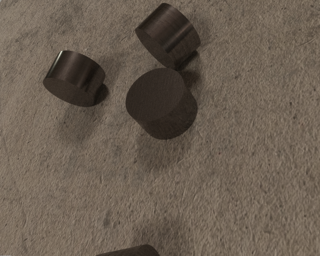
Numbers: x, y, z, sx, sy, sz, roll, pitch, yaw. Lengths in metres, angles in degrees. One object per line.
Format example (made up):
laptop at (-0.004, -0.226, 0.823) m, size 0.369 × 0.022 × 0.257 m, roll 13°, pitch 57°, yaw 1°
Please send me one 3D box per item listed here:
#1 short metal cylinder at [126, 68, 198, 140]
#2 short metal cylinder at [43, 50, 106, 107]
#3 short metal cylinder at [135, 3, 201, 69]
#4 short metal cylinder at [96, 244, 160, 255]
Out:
short metal cylinder at (0.003, -0.031, 0.404) m, size 0.080 × 0.050 × 0.080 m, roll -13°, pitch 56°, yaw 20°
short metal cylinder at (-0.132, -0.075, 0.482) m, size 0.080 × 0.080 × 0.050 m, roll 6°, pitch 65°, yaw 30°
short metal cylinder at (0.011, -0.128, 0.440) m, size 0.050 × 0.080 × 0.080 m, roll -46°, pitch 51°, yaw -3°
short metal cylinder at (-0.029, 0.155, 0.288) m, size 0.050 × 0.080 × 0.080 m, roll -19°, pitch 55°, yaw 17°
